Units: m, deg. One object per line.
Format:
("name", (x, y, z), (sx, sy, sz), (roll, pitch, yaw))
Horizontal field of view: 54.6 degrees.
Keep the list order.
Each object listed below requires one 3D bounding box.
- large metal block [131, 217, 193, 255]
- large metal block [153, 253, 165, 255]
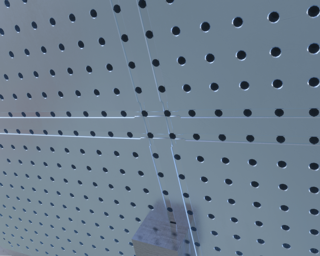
("large metal block", (0.007, 0.205, 0.519), (0.080, 0.050, 0.080), (5, 121, 26))
("large metal block", (0.003, 0.289, 0.553), (0.050, 0.080, 0.080), (1, 119, 28))
